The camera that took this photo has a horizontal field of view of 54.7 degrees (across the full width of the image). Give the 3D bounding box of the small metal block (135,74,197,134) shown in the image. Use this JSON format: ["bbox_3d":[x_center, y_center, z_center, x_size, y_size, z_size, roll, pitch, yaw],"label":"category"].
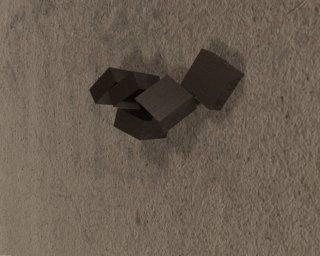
[{"bbox_3d":[0.007,-0.030,0.372,0.050,0.025,0.050,-38,55,-10],"label":"small metal block"}]

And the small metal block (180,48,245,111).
[{"bbox_3d":[0.059,-0.055,0.355,0.050,0.025,0.050,45,116,30],"label":"small metal block"}]

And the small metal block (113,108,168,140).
[{"bbox_3d":[-0.023,-0.006,0.406,0.050,0.050,0.025,25,107,37],"label":"small metal block"}]

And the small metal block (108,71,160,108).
[{"bbox_3d":[-0.031,-0.049,0.412,0.050,0.050,0.025,-31,71,35],"label":"small metal block"}]

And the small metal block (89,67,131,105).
[{"bbox_3d":[-0.062,-0.057,0.438,0.050,0.050,0.025,-39,66,33],"label":"small metal block"}]
